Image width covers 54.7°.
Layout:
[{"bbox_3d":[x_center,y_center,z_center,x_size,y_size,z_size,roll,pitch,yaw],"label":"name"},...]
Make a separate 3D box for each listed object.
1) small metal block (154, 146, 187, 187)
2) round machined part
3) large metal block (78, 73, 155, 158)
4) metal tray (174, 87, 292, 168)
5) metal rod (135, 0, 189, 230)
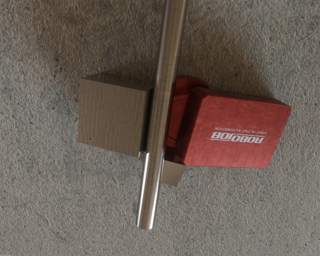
[{"bbox_3d":[0.006,0.050,0.419,0.050,0.025,0.050,15,135,-5],"label":"small metal block"},{"bbox_3d":[0.031,-0.015,0.396,0.099,0.042,0.097,0,110,0],"label":"round machined part"},{"bbox_3d":[-0.050,-0.018,0.379,0.080,0.050,0.079,13,111,14],"label":"large metal block"},{"bbox_3d":[0.091,0.003,0.387,0.131,0.030,0.089,5,112,-24],"label":"metal tray"},{"bbox_3d":[0.000,-0.015,0.361,0.025,0.025,0.298,7,108,-3],"label":"metal rod"}]
